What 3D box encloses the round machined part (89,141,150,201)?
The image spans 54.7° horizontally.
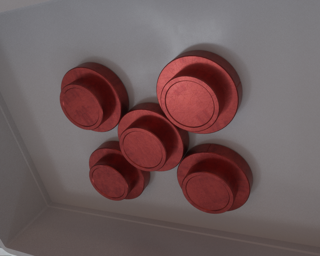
[{"bbox_3d":[-0.068,0.072,0.475,0.098,0.042,0.097,13,124,20],"label":"round machined part"}]

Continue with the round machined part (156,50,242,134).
[{"bbox_3d":[0.040,-0.035,0.352,0.098,0.042,0.097,13,124,20],"label":"round machined part"}]

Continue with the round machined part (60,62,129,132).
[{"bbox_3d":[-0.096,-0.036,0.422,0.098,0.042,0.097,13,124,20],"label":"round machined part"}]

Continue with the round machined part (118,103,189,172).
[{"bbox_3d":[-0.014,0.019,0.413,0.098,0.042,0.097,13,124,20],"label":"round machined part"}]

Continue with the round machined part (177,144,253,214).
[{"bbox_3d":[0.067,0.072,0.404,0.098,0.042,0.097,13,124,20],"label":"round machined part"}]
